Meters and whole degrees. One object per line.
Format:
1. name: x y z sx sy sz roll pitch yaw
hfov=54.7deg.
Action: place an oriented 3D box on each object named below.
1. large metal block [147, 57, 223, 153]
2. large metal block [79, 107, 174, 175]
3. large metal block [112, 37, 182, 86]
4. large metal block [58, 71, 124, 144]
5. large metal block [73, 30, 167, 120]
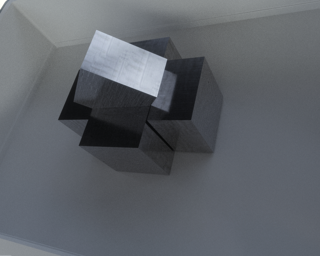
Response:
1. large metal block: 0.034 -0.024 0.364 0.050 0.080 0.080 0 62 28
2. large metal block: -0.035 0.017 0.377 0.080 0.080 0.050 0 62 28
3. large metal block: -0.012 -0.072 0.420 0.080 0.080 0.050 0 62 28
4. large metal block: -0.081 -0.027 0.429 0.050 0.080 0.080 0 62 28
5. large metal block: -0.048 -0.053 0.354 0.080 0.080 0.050 20 65 -13
